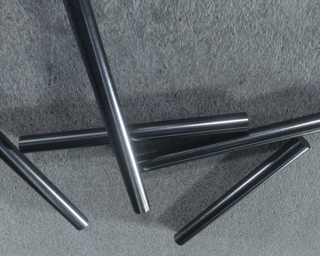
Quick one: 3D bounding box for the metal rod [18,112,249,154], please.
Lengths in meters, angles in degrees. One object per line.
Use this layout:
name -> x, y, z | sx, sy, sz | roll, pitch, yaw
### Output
metal rod -> -0.038, 0.007, 0.412 | 0.302, 0.025, 0.025 | -6, 130, 5

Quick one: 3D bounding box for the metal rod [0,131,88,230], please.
metal rod -> -0.196, 0.065, 0.460 | 0.025, 0.025, 0.299 | -18, 128, 14

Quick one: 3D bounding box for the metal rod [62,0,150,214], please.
metal rod -> -0.055, -0.009, 0.371 | 0.025, 0.025, 0.298 | -9, 122, 7

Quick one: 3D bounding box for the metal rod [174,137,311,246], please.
metal rod -> 0.117, 0.114, 0.505 | 0.025, 0.025, 0.298 | 26, 126, -20

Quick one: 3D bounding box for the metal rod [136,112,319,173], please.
metal rod -> 0.100, 0.020, 0.424 | 0.301, 0.025, 0.025 | -15, 129, 12
